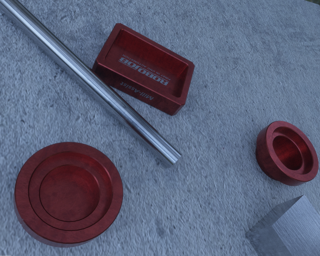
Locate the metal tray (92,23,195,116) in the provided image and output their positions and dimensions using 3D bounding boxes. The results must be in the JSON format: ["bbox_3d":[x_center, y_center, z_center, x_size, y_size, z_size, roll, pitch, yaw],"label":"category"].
[{"bbox_3d":[-0.020,-0.084,0.440,0.131,0.030,0.090,26,53,-12],"label":"metal tray"}]

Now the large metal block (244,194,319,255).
[{"bbox_3d":[0.169,0.144,0.391,0.081,0.050,0.080,-23,75,-36],"label":"large metal block"}]

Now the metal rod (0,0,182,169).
[{"bbox_3d":[-0.090,-0.061,0.392,0.300,0.025,0.025,43,51,1],"label":"metal rod"}]

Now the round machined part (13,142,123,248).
[{"bbox_3d":[-0.090,0.066,0.304,0.099,0.042,0.098,14,56,-21],"label":"round machined part"}]

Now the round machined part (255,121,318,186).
[{"bbox_3d":[0.185,0.041,0.467,0.099,0.042,0.098,14,56,-21],"label":"round machined part"}]
